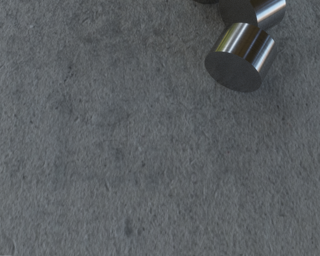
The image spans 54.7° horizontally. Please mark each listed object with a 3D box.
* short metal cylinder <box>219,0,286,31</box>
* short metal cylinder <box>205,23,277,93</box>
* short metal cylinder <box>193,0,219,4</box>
[{"bbox_3d":[0.130,-0.172,0.443,0.050,0.080,0.080,-33,74,-11],"label":"short metal cylinder"},{"bbox_3d":[0.107,-0.092,0.414,0.080,0.080,0.050,29,73,10],"label":"short metal cylinder"},{"bbox_3d":[0.077,-0.244,0.485,0.081,0.050,0.080,0,70,0],"label":"short metal cylinder"}]
